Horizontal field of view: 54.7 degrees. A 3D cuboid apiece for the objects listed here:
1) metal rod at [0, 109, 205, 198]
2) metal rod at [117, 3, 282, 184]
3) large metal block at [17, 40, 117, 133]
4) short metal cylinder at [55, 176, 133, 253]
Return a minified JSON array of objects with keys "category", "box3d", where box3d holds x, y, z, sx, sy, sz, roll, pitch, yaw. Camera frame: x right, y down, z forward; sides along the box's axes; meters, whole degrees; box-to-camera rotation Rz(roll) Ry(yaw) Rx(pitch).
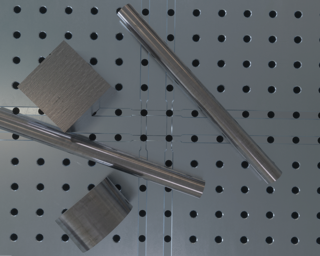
[{"category":"metal rod","box3d":[-0.086,0.032,0.412,0.302,0.025,0.025,19,90,0]},{"category":"metal rod","box3d":[0.053,-0.045,0.413,0.025,0.025,0.300,-42,90,0]},{"category":"large metal block","box3d":[-0.116,-0.051,0.400,0.080,0.050,0.080,45,90,0]},{"category":"short metal cylinder","box3d":[-0.081,0.106,0.385,0.080,0.080,0.050,-40,90,0]}]
